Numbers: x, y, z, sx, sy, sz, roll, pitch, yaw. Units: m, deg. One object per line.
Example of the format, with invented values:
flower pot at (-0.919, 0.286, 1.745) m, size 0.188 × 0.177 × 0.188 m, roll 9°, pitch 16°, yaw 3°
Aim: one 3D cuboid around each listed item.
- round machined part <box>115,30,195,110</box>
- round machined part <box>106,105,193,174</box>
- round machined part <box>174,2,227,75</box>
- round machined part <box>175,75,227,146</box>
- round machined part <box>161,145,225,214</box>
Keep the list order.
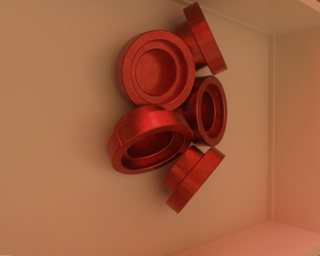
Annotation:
round machined part at (-0.009, -0.068, 0.380) m, size 0.099 × 0.042 × 0.097 m, roll -6°, pitch 103°, yaw -28°
round machined part at (-0.015, 0.011, 0.361) m, size 0.099 × 0.097 × 0.042 m, roll 5°, pitch 48°, yaw -40°
round machined part at (0.052, -0.115, 0.420) m, size 0.098 × 0.042 × 0.098 m, roll 57°, pitch 17°, yaw -28°
round machined part at (0.056, -0.023, 0.434) m, size 0.099 × 0.042 × 0.097 m, roll 0°, pitch 90°, yaw -56°
round machined part at (0.039, 0.061, 0.407) m, size 0.042 × 0.097 × 0.098 m, roll 39°, pitch 58°, yaw 12°
